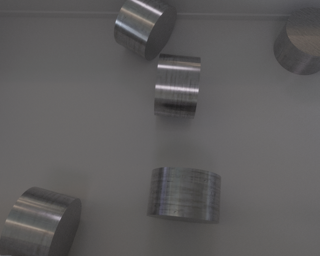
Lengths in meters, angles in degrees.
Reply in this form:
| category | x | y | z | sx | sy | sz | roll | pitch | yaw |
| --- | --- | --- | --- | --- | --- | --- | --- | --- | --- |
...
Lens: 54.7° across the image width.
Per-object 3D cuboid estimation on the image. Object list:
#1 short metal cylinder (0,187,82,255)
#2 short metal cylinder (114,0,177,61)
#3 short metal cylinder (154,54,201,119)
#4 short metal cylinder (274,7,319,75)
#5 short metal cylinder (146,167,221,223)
| category | x | y | z | sx | sy | sz | roll | pitch | yaw |
| --- | --- | --- | --- | --- | --- | --- | --- | --- | --- |
| short metal cylinder | -0.127 | 0.110 | 0.339 | 0.050 | 0.080 | 0.080 | 14 | 71 | 5 |
| short metal cylinder | -0.019 | -0.142 | 0.432 | 0.050 | 0.080 | 0.080 | 32 | 73 | 11 |
| short metal cylinder | 0.022 | -0.053 | 0.400 | 0.050 | 0.080 | 0.080 | 6 | 70 | 2 |
| short metal cylinder | 0.211 | -0.123 | 0.443 | 0.081 | 0.050 | 0.080 | 0 | 70 | 0 |
| short metal cylinder | 0.028 | 0.078 | 0.352 | 0.080 | 0.080 | 0.050 | 6 | 70 | 2 |
